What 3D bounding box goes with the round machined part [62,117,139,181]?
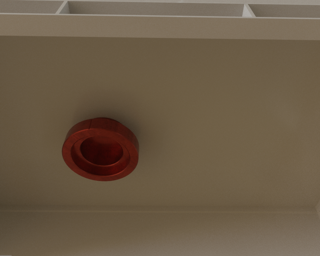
[{"bbox_3d":[-0.077,0.024,0.418,0.099,0.042,0.097,0,130,0],"label":"round machined part"}]
